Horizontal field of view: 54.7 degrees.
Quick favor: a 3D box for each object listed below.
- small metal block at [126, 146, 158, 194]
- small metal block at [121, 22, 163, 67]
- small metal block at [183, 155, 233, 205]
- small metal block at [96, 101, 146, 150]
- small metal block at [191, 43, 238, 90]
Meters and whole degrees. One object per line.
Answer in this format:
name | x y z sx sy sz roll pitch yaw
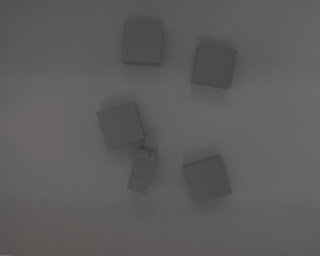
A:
small metal block | -0.021 0.052 0.399 0.025 0.050 0.050 17 90 0
small metal block | -0.023 -0.110 0.411 0.050 0.025 0.050 4 90 0
small metal block | 0.062 0.068 0.412 0.050 0.025 0.050 -17 90 0
small metal block | -0.051 -0.003 0.411 0.050 0.025 0.050 -17 90 0
small metal block | 0.071 -0.081 0.412 0.050 0.025 0.050 10 90 0
